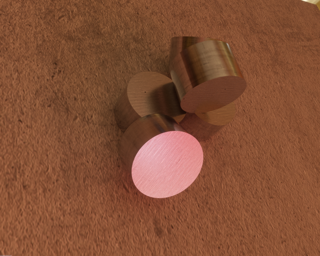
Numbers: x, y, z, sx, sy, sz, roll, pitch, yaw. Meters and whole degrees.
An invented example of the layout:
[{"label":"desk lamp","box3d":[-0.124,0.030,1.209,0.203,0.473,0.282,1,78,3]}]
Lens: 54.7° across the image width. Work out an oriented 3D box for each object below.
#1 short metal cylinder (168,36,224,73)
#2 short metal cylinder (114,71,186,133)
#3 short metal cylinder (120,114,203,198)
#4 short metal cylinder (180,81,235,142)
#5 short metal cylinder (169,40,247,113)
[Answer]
[{"label":"short metal cylinder","box3d":[0.054,-0.102,0.454,0.081,0.080,0.050,1,100,-28]},{"label":"short metal cylinder","box3d":[-0.013,-0.026,0.399,0.081,0.050,0.080,14,56,-21]},{"label":"short metal cylinder","box3d":[0.001,0.030,0.345,0.081,0.079,0.050,7,20,-25]},{"label":"short metal cylinder","box3d":[0.058,-0.027,0.438,0.081,0.050,0.080,14,56,-21]},{"label":"short metal cylinder","box3d":[0.057,-0.059,0.374,0.081,0.080,0.050,-2,63,-29]}]
